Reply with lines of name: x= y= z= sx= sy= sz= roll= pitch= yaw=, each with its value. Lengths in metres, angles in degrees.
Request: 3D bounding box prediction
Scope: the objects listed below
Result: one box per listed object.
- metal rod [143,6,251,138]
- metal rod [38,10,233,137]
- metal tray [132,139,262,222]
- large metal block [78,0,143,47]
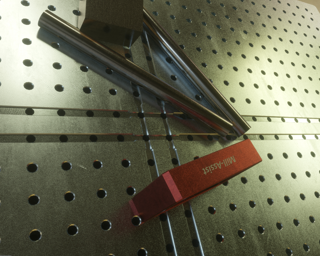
metal rod: x=0.035 y=-0.107 z=0.494 sx=0.025 sy=0.025 sz=0.300 roll=-35 pitch=81 yaw=-38
metal rod: x=-0.028 y=-0.072 z=0.438 sx=0.301 sy=0.025 sz=0.025 roll=30 pitch=52 yaw=-9
metal tray: x=0.043 y=0.059 z=0.355 sx=0.131 sy=0.090 sz=0.030 roll=-16 pitch=71 yaw=-35
large metal block: x=-0.071 y=-0.172 z=0.447 sx=0.081 sy=0.050 sz=0.080 roll=6 pitch=75 yaw=-25
